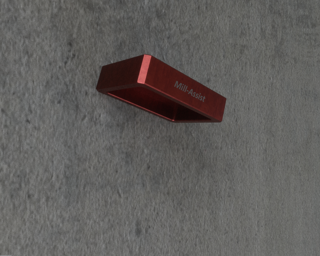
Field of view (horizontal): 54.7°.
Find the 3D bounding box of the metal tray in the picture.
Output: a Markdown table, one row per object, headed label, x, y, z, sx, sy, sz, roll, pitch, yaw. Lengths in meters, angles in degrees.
| label | x | y | z | sx | sy | sz | roll | pitch | yaw |
| --- | --- | --- | --- | --- | --- | --- | --- | --- | --- |
| metal tray | 0.004 | -0.039 | 0.367 | 0.131 | 0.090 | 0.030 | 21 | 77 | -38 |
